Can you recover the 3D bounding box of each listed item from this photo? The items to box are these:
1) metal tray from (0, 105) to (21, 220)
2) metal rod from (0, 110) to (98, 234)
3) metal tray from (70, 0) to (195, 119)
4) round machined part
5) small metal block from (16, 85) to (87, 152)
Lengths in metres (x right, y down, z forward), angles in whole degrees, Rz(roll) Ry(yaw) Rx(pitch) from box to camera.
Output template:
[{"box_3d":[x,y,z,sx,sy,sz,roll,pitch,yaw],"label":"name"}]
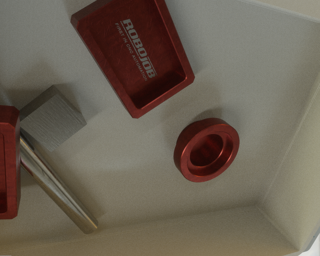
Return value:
[{"box_3d":[-0.188,0.037,0.304,0.091,0.030,0.129,4,125,-18],"label":"metal tray"},{"box_3d":[-0.148,0.033,0.349,0.025,0.025,0.299,-31,129,-9],"label":"metal rod"},{"box_3d":[-0.024,-0.084,0.341,0.090,0.030,0.130,-34,129,-6],"label":"metal tray"},{"box_3d":[0.063,0.028,0.451,0.099,0.042,0.097,-14,125,-21],"label":"round machined part"},{"box_3d":[-0.118,-0.010,0.339,0.050,0.025,0.050,-39,130,-3],"label":"small metal block"}]
